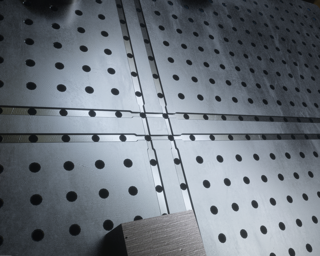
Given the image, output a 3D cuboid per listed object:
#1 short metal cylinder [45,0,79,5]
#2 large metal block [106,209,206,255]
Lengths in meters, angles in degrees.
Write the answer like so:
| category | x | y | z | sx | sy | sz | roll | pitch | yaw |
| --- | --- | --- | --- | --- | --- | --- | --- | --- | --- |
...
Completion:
| category | x | y | z | sx | sy | sz | roll | pitch | yaw |
| --- | --- | --- | --- | --- | --- | --- | --- | --- | --- |
| short metal cylinder | -0.148 | -0.228 | 0.452 | 0.081 | 0.050 | 0.080 | 14 | 56 | -21 |
| large metal block | -0.001 | 0.134 | 0.310 | 0.081 | 0.050 | 0.080 | -2 | 63 | -29 |
